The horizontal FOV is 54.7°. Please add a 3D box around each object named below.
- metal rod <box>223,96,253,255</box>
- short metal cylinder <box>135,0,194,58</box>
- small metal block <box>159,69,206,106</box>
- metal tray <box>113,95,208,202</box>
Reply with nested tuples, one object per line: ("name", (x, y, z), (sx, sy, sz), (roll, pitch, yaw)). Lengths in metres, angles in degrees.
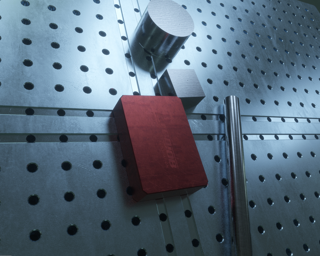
("metal rod", (0.104, 0.080, 0.417), (0.025, 0.025, 0.300), (18, 55, -19))
("short metal cylinder", (0.007, -0.160, 0.495), (0.081, 0.050, 0.080), (14, 56, -21))
("small metal block", (0.033, -0.061, 0.465), (0.050, 0.025, 0.050), (-6, 65, -31))
("metal tray", (-0.001, 0.021, 0.393), (0.091, 0.030, 0.130), (-2, 63, -30))
